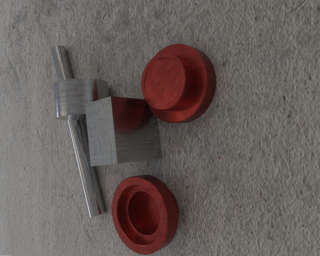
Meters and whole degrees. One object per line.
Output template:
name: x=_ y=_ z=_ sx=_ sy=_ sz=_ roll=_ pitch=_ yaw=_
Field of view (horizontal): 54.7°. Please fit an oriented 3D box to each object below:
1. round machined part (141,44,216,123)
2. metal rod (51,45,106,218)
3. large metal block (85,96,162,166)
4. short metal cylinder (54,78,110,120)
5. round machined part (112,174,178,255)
round machined part: x=0.015 y=-0.055 z=0.381 sx=0.098 sy=0.042 sz=0.097 roll=0 pitch=90 yaw=40
metal rod: x=-0.140 y=-0.002 z=0.520 sx=0.025 sy=0.025 sz=0.299 roll=-27 pitch=73 yaw=37
large metal block: x=-0.047 y=0.005 z=0.408 sx=0.050 sy=0.081 sz=0.080 roll=-11 pitch=83 yaw=40
short metal cylinder: x=-0.116 y=-0.041 z=0.465 sx=0.080 sy=0.081 sz=0.050 roll=-7 pitch=85 yaw=40
round machined part: x=-0.015 y=0.110 z=0.406 sx=0.098 sy=0.042 sz=0.097 roll=0 pitch=90 yaw=40
